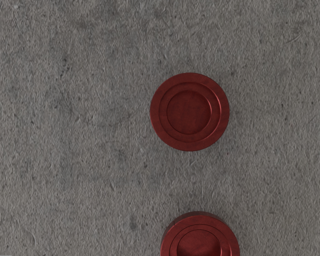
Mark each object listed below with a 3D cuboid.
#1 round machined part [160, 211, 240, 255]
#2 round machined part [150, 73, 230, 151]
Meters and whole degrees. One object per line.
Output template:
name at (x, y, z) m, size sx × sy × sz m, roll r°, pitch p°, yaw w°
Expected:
round machined part at (0.050, 0.156, 0.402) m, size 0.099 × 0.042 × 0.097 m, roll 0°, pitch 90°, yaw 0°
round machined part at (0.037, -0.020, 0.402) m, size 0.099 × 0.042 × 0.097 m, roll 0°, pitch 90°, yaw 0°
